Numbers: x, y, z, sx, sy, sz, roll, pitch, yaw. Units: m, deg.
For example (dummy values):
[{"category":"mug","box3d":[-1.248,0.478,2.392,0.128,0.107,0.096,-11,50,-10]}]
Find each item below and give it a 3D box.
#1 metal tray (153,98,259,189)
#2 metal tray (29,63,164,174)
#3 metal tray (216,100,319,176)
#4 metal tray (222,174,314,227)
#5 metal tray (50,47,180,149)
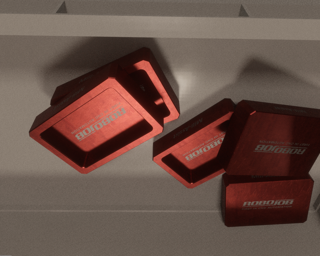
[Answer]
[{"category":"metal tray","box3d":[0.066,0.027,0.429,0.130,0.030,0.090,-33,123,24]},{"category":"metal tray","box3d":[-0.072,-0.005,0.360,0.130,0.030,0.090,-30,125,22]},{"category":"metal tray","box3d":[0.147,0.016,0.393,0.131,0.030,0.089,4,119,-21]},{"category":"metal tray","box3d":[0.167,0.111,0.492,0.131,0.030,0.089,-4,119,3]},{"category":"metal tray","box3d":[-0.052,-0.031,0.378,0.130,0.030,0.090,-21,128,16]}]
